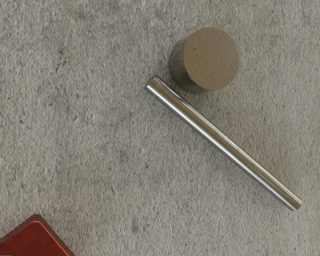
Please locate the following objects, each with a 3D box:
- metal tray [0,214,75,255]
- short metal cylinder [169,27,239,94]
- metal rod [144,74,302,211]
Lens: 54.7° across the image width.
[{"bbox_3d":[-0.166,0.173,0.346,0.131,0.030,0.090,-38,102,-16],"label":"metal tray"},{"bbox_3d":[0.058,-0.088,0.417,0.081,0.050,0.079,0,90,-20],"label":"short metal cylinder"},{"bbox_3d":[0.099,0.029,0.445,0.301,0.025,0.025,39,78,-16],"label":"metal rod"}]
